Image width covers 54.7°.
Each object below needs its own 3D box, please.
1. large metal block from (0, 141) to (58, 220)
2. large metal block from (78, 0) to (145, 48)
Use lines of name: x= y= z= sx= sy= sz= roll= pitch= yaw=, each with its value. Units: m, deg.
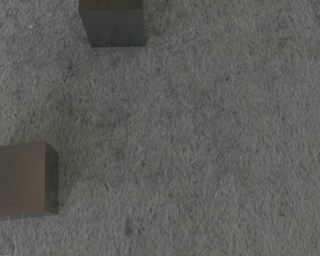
large metal block: x=-0.169 y=0.065 z=0.369 sx=0.081 sy=0.050 sz=0.080 roll=-6 pitch=70 yaw=-3
large metal block: x=-0.063 y=-0.158 z=0.436 sx=0.081 sy=0.080 sz=0.050 roll=-2 pitch=70 yaw=-1
